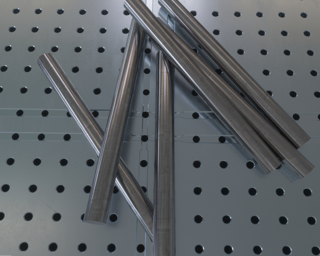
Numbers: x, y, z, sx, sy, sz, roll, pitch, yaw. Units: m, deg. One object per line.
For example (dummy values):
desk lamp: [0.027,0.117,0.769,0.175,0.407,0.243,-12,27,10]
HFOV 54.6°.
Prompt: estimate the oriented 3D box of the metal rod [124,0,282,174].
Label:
metal rod: [0.052,-0.064,0.416,0.025,0.025,0.300,-37,81,-12]

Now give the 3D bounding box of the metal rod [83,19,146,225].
metal rod: [-0.051,-0.029,0.403,0.025,0.025,0.300,7,63,3]

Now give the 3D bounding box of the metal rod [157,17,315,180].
metal rod: [0.088,-0.050,0.430,0.025,0.025,0.300,-39,75,-13]

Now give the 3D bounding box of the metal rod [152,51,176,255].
metal rod: [0.006,0.028,0.385,0.025,0.025,0.299,1,64,0]

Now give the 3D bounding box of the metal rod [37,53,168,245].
metal rod: [-0.080,0.017,0.405,0.025,0.025,0.299,-33,73,-11]

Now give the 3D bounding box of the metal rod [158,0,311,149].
metal rod: [0.097,-0.091,0.445,0.025,0.025,0.300,-35,74,-12]
